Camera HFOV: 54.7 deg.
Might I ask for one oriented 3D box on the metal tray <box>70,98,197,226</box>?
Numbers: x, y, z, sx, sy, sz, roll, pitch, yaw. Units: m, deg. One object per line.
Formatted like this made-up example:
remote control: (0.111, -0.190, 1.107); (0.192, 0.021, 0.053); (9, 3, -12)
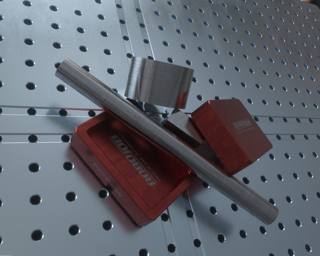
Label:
metal tray: (-0.028, 0.035, 0.363); (0.130, 0.030, 0.091); (49, 51, 6)

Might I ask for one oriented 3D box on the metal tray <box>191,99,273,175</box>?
metal tray: (0.102, 0.005, 0.419); (0.090, 0.030, 0.131); (57, 28, 13)

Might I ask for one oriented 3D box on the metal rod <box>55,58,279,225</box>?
metal rod: (0.012, 0.019, 0.360); (0.301, 0.025, 0.025); (36, 51, -5)

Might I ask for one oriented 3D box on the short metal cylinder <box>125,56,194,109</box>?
short metal cylinder: (-0.001, -0.058, 0.395); (0.081, 0.080, 0.050); (8, 100, -24)

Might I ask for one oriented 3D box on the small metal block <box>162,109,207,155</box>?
small metal block: (0.024, 0.008, 0.394); (0.050, 0.050, 0.025); (35, 51, -5)
